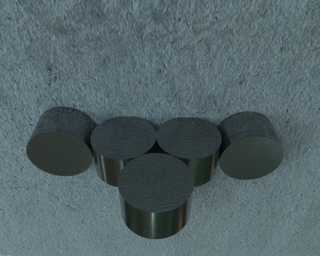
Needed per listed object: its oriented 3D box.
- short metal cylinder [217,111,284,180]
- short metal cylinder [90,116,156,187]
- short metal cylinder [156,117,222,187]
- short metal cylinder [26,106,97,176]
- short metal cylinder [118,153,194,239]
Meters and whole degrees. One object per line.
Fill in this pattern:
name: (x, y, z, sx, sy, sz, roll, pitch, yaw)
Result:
short metal cylinder: (0.116, 0.024, 0.413, 0.081, 0.050, 0.079, -1, 131, 0)
short metal cylinder: (-0.045, 0.029, 0.397, 0.081, 0.080, 0.050, 0, 130, 0)
short metal cylinder: (0.036, 0.029, 0.398, 0.081, 0.080, 0.050, 0, 129, 0)
short metal cylinder: (-0.125, 0.018, 0.406, 0.081, 0.050, 0.079, -1, 130, 0)
short metal cylinder: (-0.004, 0.074, 0.344, 0.081, 0.080, 0.050, 1, 131, -1)
